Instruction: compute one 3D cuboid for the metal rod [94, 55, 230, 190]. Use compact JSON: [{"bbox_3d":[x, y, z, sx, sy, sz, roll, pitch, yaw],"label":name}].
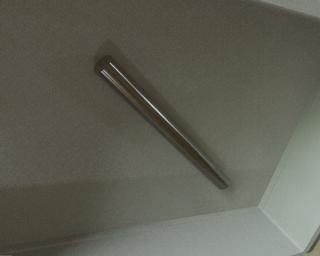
[{"bbox_3d":[0.022,0.012,0.427,0.025,0.025,0.300,-44,129,2],"label":"metal rod"}]
